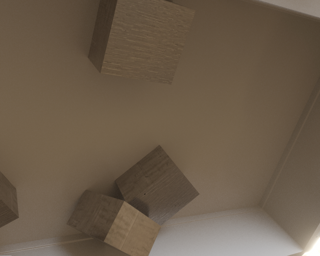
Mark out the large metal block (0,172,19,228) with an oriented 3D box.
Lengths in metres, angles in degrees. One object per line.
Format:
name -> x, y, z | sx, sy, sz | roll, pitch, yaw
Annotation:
large metal block -> -0.210, 0.075, 0.324 | 0.080, 0.050, 0.080 | -28, 128, -11

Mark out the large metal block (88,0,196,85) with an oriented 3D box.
large metal block -> -0.021, -0.096, 0.321 | 0.081, 0.050, 0.079 | 4, 116, -31

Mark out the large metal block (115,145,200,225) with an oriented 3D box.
large metal block -> -0.003, 0.085, 0.443 | 0.080, 0.050, 0.080 | -39, 129, -2

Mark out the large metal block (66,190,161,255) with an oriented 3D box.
large metal block -> -0.060, 0.128, 0.409 | 0.080, 0.080, 0.050 | 46, 59, -38
